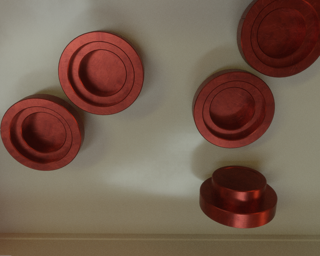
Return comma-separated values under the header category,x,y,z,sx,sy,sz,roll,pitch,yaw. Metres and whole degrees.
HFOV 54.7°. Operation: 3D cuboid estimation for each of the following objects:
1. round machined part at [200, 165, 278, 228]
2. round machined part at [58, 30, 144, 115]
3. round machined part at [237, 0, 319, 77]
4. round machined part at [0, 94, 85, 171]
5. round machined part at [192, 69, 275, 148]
category,x,y,z,sx,sy,sz,roll,pitch,yaw
round machined part,0.102,0.083,0.404,0.099,0.098,0.042,-1,110,0
round machined part,-0.068,-0.068,0.376,0.099,0.042,0.097,0,110,-1
round machined part,0.139,-0.111,0.363,0.099,0.042,0.097,0,110,-1
round machined part,-0.147,0.003,0.401,0.099,0.042,0.097,0,110,-1
round machined part,0.090,-0.027,0.394,0.099,0.042,0.097,0,110,-1
